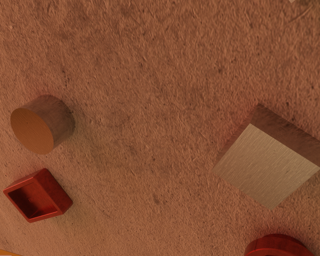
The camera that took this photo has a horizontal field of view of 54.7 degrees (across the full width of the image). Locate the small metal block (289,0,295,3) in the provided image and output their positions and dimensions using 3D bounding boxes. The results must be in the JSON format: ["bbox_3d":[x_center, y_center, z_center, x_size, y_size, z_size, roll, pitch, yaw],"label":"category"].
[{"bbox_3d":[0.117,-0.143,0.257,0.050,0.025,0.050,48,128,-7],"label":"small metal block"}]

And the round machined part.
[{"bbox_3d":[0.165,0.184,0.422,0.098,0.042,0.097,13,124,20],"label":"round machined part"}]

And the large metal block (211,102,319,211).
[{"bbox_3d":[0.118,0.032,0.348,0.080,0.050,0.079,33,129,6],"label":"large metal block"}]

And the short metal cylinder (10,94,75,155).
[{"bbox_3d":[-0.181,-0.006,0.480,0.080,0.050,0.079,13,124,20],"label":"short metal cylinder"}]

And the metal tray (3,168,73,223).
[{"bbox_3d":[-0.243,0.137,0.613,0.130,0.030,0.090,-23,106,36],"label":"metal tray"}]
